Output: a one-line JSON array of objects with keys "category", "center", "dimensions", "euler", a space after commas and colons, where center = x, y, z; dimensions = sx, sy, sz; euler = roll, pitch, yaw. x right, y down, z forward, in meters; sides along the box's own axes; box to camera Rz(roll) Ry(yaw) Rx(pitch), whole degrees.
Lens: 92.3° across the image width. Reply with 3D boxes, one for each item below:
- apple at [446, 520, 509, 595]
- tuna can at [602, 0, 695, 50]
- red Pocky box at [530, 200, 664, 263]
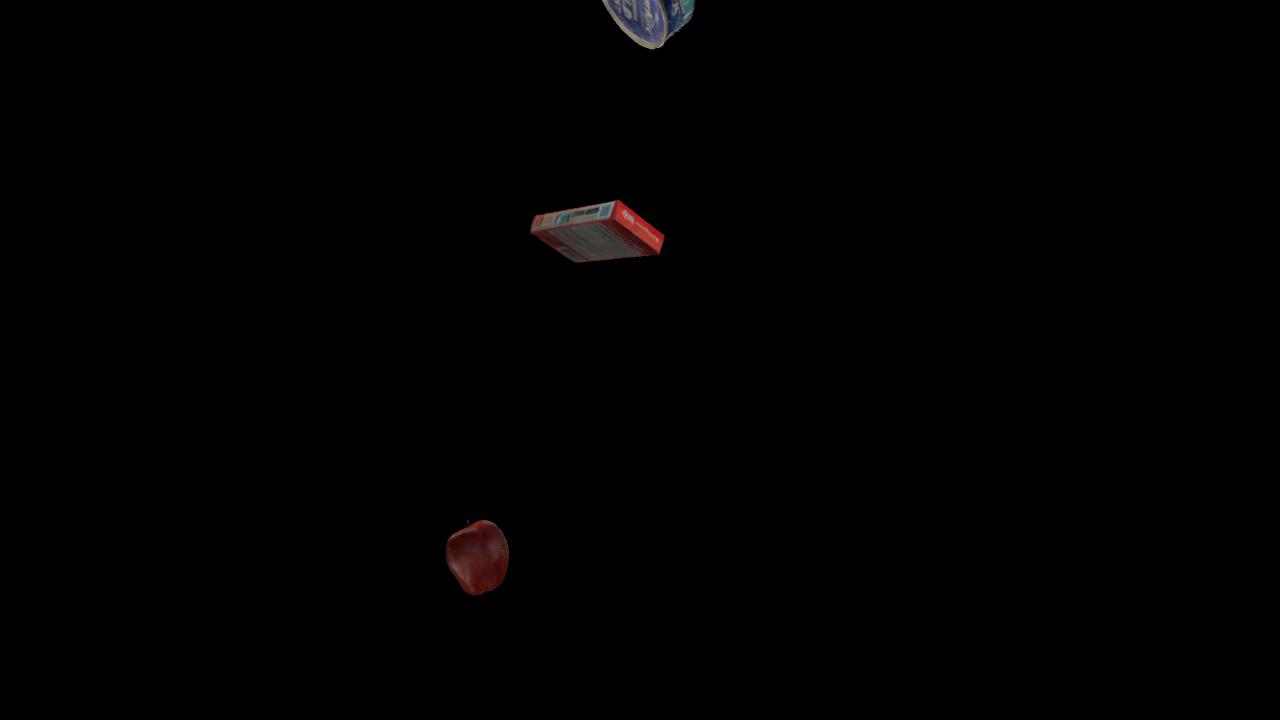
[{"category": "apple", "center": [-0.210, 0.254, 0.799], "dimensions": [0.079, 0.093, 0.079], "euler": [-21, -6, -2]}, {"category": "tuna can", "center": [0.002, -0.278, 0.454], "dimensions": [0.034, 0.084, 0.084], "euler": [-43, 6, -6]}, {"category": "red Pocky box", "center": [-0.053, -0.150, 0.732], "dimensions": [0.155, 0.028, 0.083], "euler": [4, -19, 44]}]
